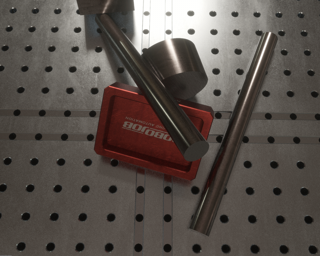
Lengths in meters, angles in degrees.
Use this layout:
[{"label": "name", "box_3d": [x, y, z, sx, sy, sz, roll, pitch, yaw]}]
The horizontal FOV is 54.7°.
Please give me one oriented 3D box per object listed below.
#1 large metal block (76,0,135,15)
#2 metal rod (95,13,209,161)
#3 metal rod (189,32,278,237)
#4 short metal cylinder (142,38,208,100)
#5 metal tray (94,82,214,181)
[{"label": "large metal block", "box_3d": [-0.083, -0.216, 0.464, 0.081, 0.050, 0.080, -6, 51, -3]}, {"label": "metal rod", "box_3d": [-0.027, -0.073, 0.374, 0.025, 0.025, 0.300, -24, 47, -9]}, {"label": "metal rod", "box_3d": [0.105, -0.005, 0.414, 0.025, 0.025, 0.300, 22, 71, 7]}, {"label": "short metal cylinder", "box_3d": [0.017, -0.073, 0.409, 0.081, 0.080, 0.050, -15, 70, -6]}, {"label": "metal tray", "box_3d": [-0.009, 0.004, 0.381, 0.131, 0.030, 0.089, 15, 109, 5]}]
